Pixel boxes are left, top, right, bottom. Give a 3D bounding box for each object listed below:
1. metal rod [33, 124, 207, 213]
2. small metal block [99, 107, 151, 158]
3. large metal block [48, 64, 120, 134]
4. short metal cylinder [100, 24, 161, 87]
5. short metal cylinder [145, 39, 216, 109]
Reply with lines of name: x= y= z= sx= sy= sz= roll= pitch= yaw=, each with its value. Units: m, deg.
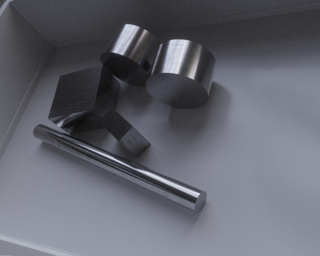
metal rod: x=-0.075 y=0.043 z=0.417 sx=0.300 sy=0.025 sz=0.025 roll=17 pitch=71 yaw=34
small metal block: x=-0.046 y=0.006 z=0.409 sx=0.025 sy=0.050 sz=0.050 roll=-47 pitch=52 yaw=-4
large metal block: x=-0.113 y=-0.042 z=0.473 sx=0.080 sy=0.050 sz=0.080 roll=-10 pitch=58 yaw=22
short metal cylinder: x=-0.040 y=-0.104 z=0.454 sx=0.080 sy=0.080 sz=0.050 roll=13 pitch=69 yaw=33
short metal cylinder: x=0.027 y=-0.066 z=0.396 sx=0.080 sy=0.080 sz=0.050 roll=2 pitch=63 yaw=29
